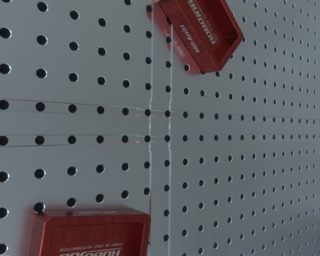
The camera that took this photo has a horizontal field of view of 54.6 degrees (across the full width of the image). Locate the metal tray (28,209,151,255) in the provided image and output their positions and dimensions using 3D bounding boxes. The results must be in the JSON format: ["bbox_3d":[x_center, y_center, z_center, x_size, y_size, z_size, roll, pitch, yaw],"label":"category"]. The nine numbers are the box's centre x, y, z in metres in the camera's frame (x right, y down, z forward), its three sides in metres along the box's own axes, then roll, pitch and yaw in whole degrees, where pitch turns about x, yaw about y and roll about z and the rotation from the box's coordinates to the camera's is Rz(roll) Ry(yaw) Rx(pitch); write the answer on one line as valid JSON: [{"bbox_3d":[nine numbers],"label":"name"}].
[{"bbox_3d":[-0.074,0.139,0.343,0.131,0.030,0.090,12,83,-39],"label":"metal tray"}]

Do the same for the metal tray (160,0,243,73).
[{"bbox_3d":[0.067,-0.158,0.459,0.130,0.030,0.090,51,60,-28],"label":"metal tray"}]
